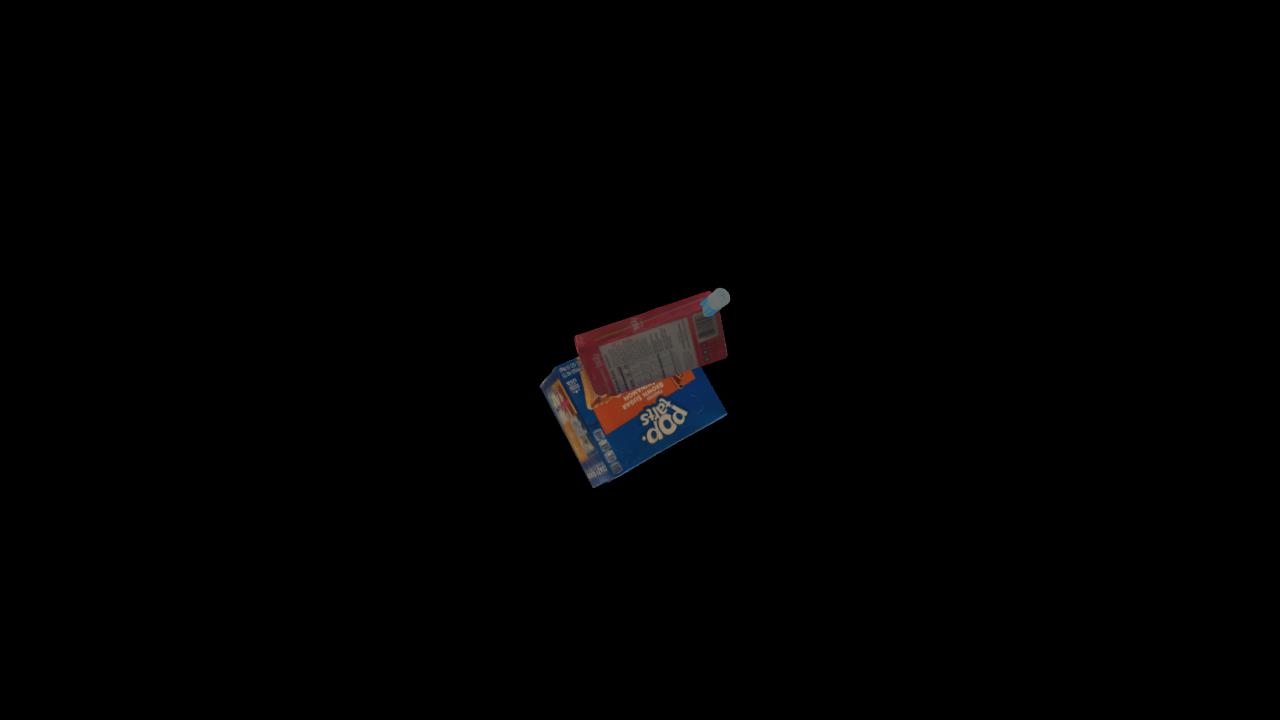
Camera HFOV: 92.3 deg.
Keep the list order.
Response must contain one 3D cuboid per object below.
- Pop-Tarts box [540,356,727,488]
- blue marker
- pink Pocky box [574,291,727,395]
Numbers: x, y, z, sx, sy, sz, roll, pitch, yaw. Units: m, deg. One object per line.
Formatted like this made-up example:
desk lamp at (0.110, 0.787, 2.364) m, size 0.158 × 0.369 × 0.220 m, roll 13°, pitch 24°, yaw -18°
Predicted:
Pop-Tarts box at (-0.008, 0.048, 0.734) m, size 0.167 × 0.141 × 0.083 m, roll -25°, pitch -7°, yaw -26°
blue marker at (0.059, -0.045, 0.663) m, size 0.020 × 0.020 × 0.121 m, roll 0°, pitch -18°, yaw -24°
pink Pocky box at (0.014, -0.014, 0.667) m, size 0.155 × 0.084 × 0.029 m, roll -19°, pitch 44°, yaw 0°
